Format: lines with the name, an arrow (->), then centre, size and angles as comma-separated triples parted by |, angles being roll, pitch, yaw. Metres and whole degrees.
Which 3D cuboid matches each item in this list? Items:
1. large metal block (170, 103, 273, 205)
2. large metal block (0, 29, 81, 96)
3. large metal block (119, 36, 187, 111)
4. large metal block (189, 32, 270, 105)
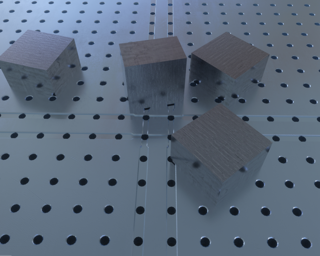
large metal block -> 0.070, 0.028, 0.369 | 0.080, 0.050, 0.080 | -32, 57, -24
large metal block -> -0.182, -0.101, 0.476 | 0.080, 0.050, 0.080 | 13, 51, 11
large metal block -> -0.010, -0.076, 0.436 | 0.081, 0.080, 0.050 | -10, 51, -8
large metal block -> 0.103, -0.092, 0.470 | 0.080, 0.050, 0.080 | -36, 59, -26
